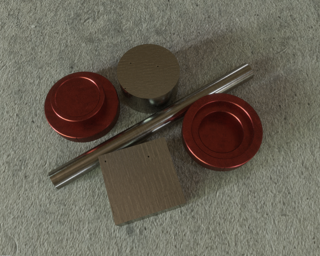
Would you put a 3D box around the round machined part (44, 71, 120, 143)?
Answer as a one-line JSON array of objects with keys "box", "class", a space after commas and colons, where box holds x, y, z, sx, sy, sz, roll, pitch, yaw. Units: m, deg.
[{"box": [-0.104, -0.033, 0.411, 0.099, 0.042, 0.098, 0, 70, 0], "class": "round machined part"}]

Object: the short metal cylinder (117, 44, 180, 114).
[{"box": [-0.015, -0.065, 0.419, 0.081, 0.050, 0.080, 0, 70, 0], "class": "short metal cylinder"}]

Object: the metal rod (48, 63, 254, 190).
[{"box": [-0.003, -0.008, 0.413, 0.301, 0.025, 0.025, -30, 73, -11], "class": "metal rod"}]

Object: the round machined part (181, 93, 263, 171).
[{"box": [0.076, 0.008, 0.397, 0.099, 0.042, 0.098, 0, 70, 0], "class": "round machined part"}]

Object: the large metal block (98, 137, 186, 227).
[{"box": [-0.021, 0.066, 0.372, 0.081, 0.050, 0.080, -16, 71, -6], "class": "large metal block"}]
